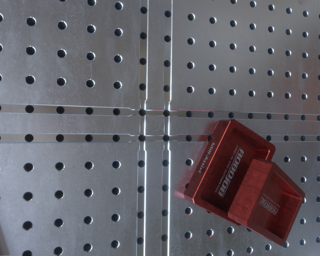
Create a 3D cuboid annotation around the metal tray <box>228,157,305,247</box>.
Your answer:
[{"bbox_3d":[0.157,0.109,0.444,0.130,0.030,0.090,37,77,-39],"label":"metal tray"}]

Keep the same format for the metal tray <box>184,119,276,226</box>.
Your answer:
[{"bbox_3d":[0.103,0.063,0.449,0.090,0.030,0.130,31,80,-18],"label":"metal tray"}]
